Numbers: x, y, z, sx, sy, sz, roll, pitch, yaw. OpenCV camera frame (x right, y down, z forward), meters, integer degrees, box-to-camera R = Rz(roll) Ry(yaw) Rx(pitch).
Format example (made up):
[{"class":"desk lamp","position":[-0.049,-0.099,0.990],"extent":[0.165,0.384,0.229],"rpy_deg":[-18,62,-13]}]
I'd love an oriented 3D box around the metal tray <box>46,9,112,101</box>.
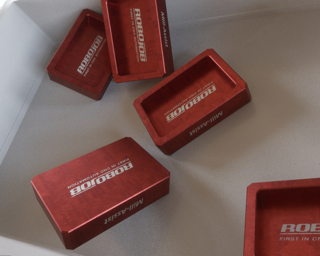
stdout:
[{"class":"metal tray","position":[-0.110,-0.120,0.502],"extent":[0.090,0.030,0.130],"rpy_deg":[25,71,-3]}]

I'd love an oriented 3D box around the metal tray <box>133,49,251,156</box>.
[{"class":"metal tray","position":[0.038,-0.036,0.404],"extent":[0.130,0.030,0.090],"rpy_deg":[-35,51,5]}]

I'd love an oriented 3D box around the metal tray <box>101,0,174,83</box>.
[{"class":"metal tray","position":[-0.033,-0.135,0.452],"extent":[0.090,0.030,0.129],"rpy_deg":[-2,101,29]}]

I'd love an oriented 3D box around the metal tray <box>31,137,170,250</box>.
[{"class":"metal tray","position":[-0.065,0.066,0.353],"extent":[0.131,0.030,0.090],"rpy_deg":[-24,44,-30]}]

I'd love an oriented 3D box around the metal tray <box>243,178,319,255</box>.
[{"class":"metal tray","position":[0.139,0.084,0.254],"extent":[0.130,0.030,0.090],"rpy_deg":[-10,35,25]}]
